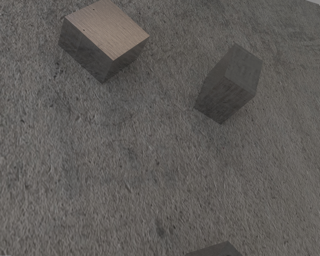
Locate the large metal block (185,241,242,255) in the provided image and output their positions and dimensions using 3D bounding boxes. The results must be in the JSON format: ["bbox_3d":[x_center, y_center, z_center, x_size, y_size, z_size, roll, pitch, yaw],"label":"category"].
[{"bbox_3d":[0.040,0.161,0.291,0.050,0.080,0.080,46,51,4],"label":"large metal block"}]

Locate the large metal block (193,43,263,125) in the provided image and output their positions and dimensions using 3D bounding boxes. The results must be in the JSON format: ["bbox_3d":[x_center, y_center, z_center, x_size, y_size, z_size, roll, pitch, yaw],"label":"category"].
[{"bbox_3d":[0.102,-0.065,0.463,0.050,0.080,0.080,32,52,-8],"label":"large metal block"}]

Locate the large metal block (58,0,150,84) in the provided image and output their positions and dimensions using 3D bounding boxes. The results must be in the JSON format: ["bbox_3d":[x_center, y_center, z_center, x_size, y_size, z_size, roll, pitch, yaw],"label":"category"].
[{"bbox_3d":[-0.075,-0.119,0.420,0.080,0.050,0.080,43,51,1],"label":"large metal block"}]
